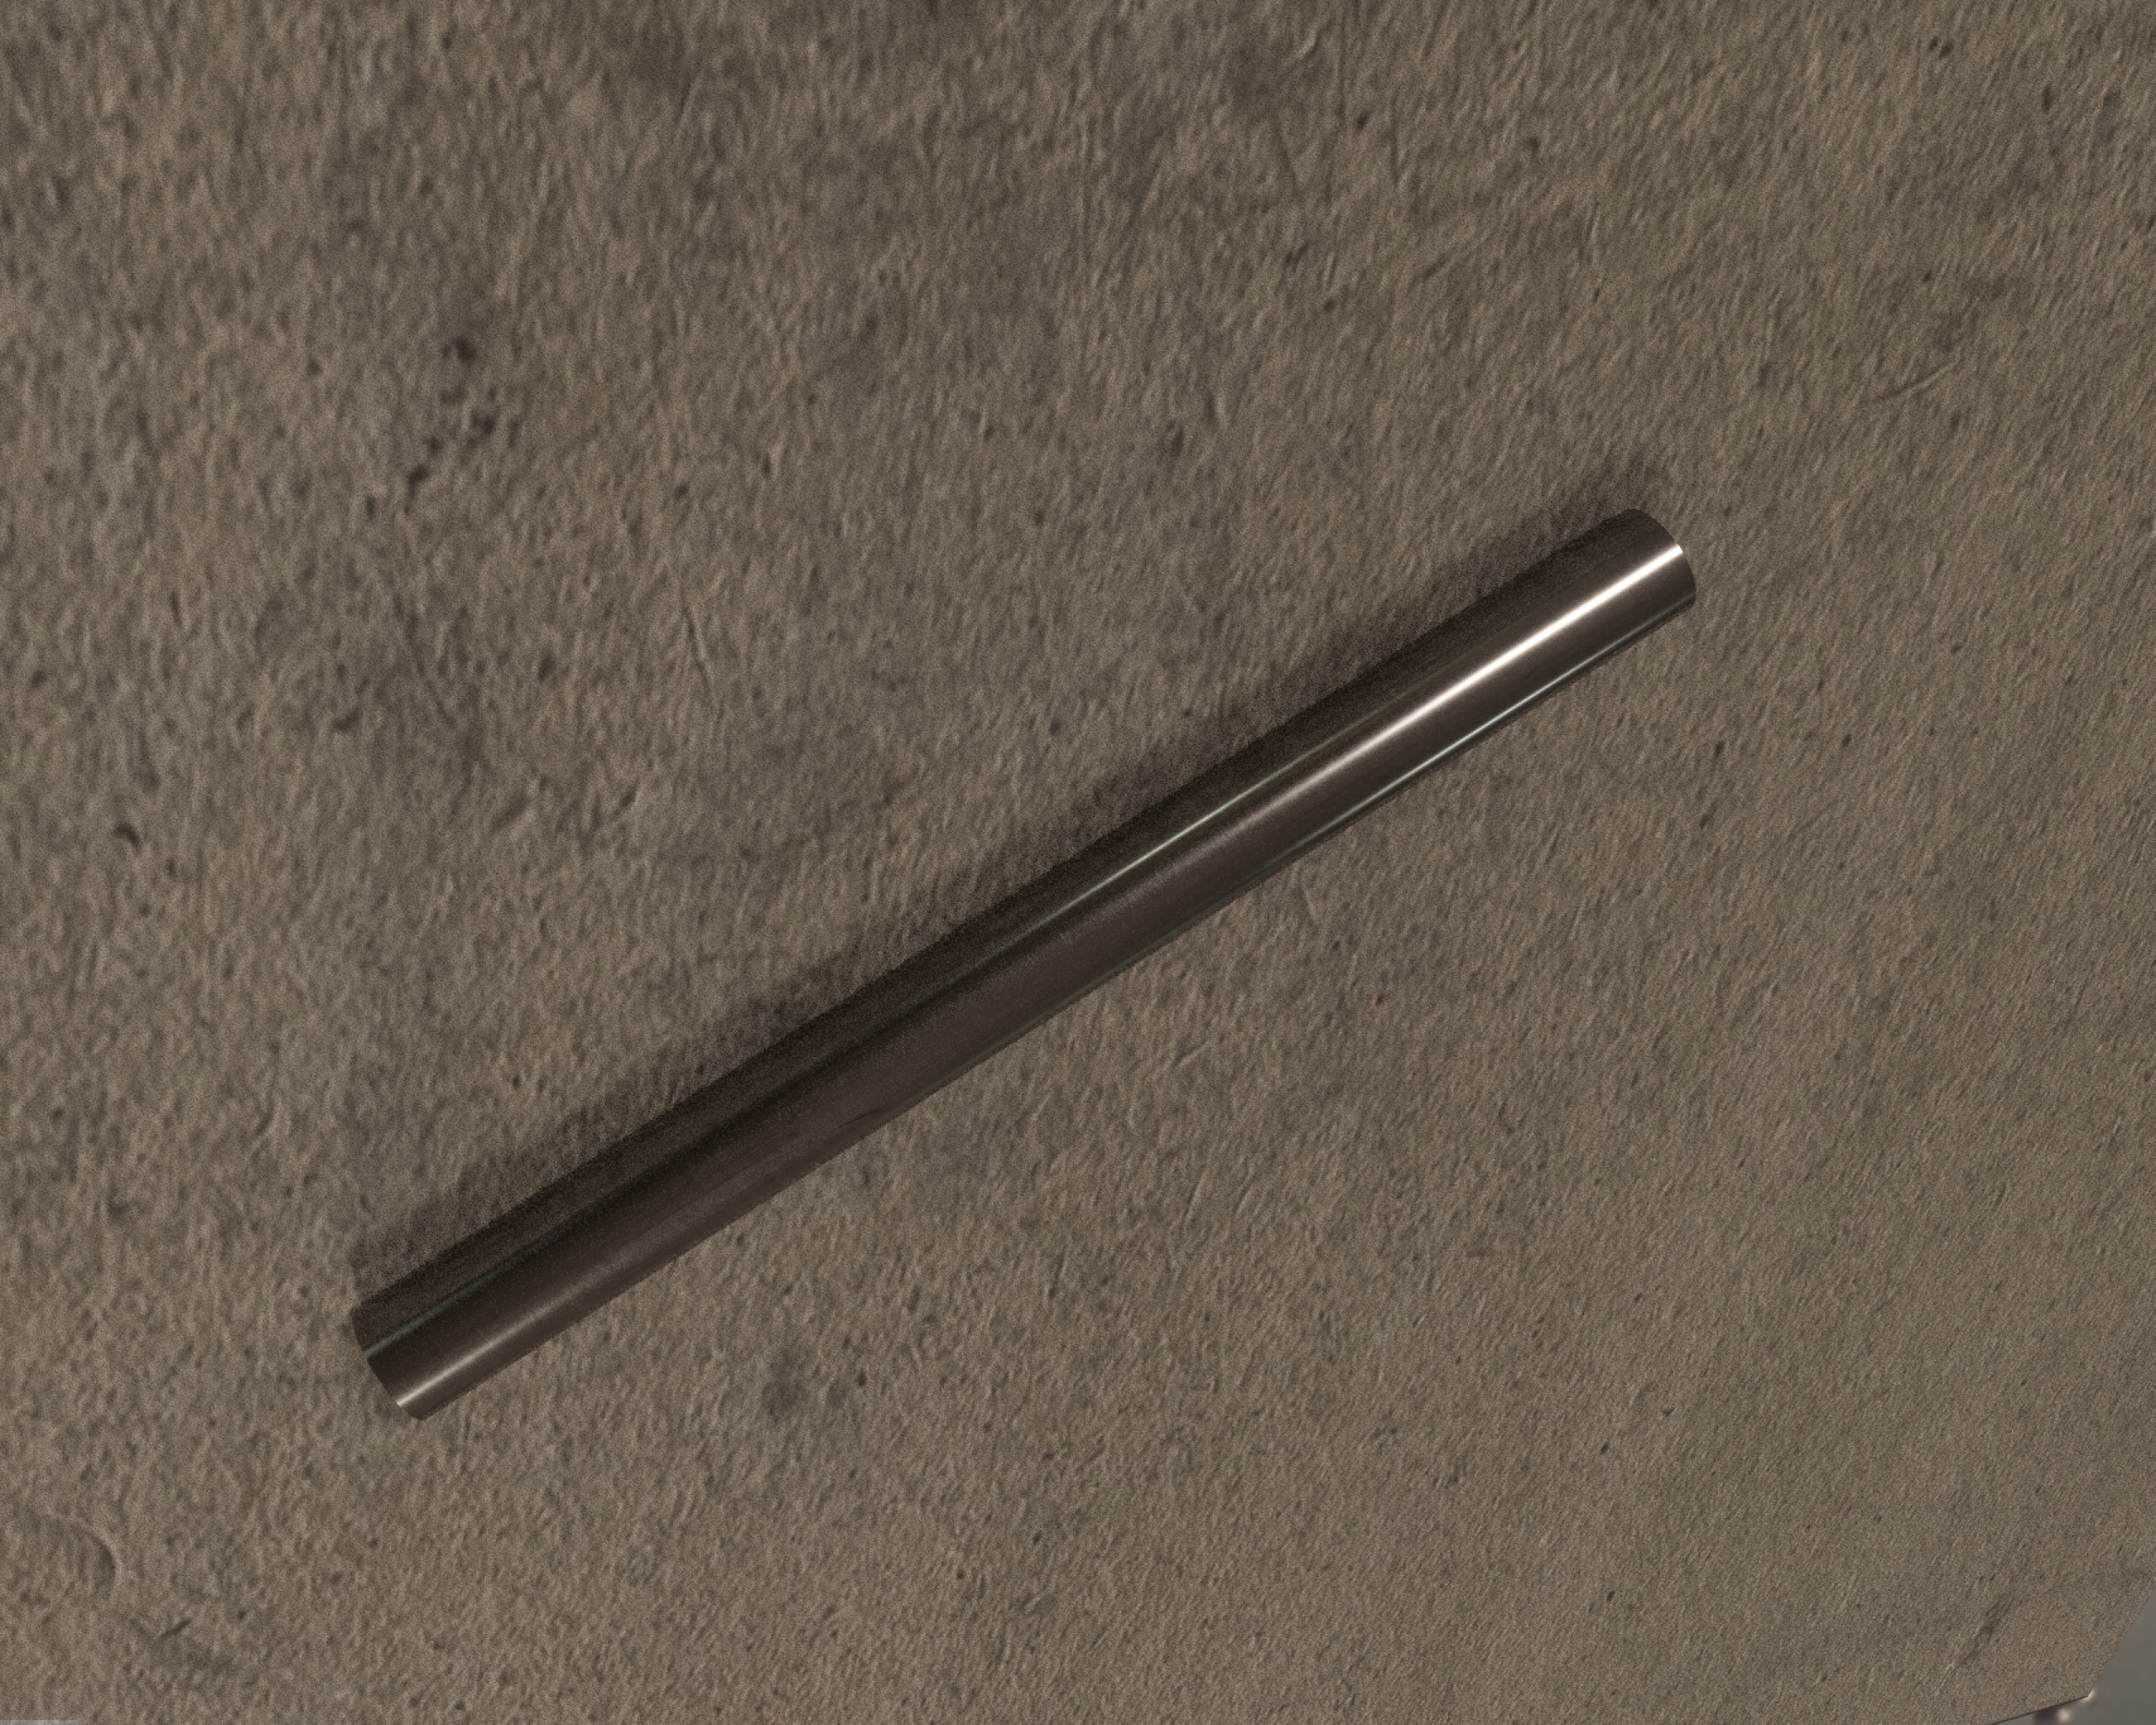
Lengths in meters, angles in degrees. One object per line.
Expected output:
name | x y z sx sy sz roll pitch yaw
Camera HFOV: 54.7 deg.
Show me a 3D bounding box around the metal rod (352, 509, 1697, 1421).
metal rod | -0.005 0.016 0.418 0.301 0.025 0.025 -32 129 -8
